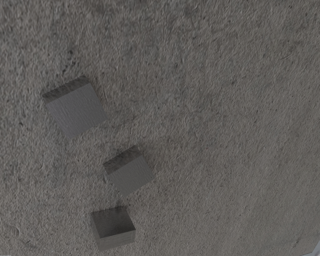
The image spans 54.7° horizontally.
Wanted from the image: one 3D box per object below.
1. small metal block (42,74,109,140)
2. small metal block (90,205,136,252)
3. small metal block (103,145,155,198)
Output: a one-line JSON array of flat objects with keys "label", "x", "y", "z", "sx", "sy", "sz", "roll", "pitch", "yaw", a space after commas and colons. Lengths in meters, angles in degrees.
[{"label": "small metal block", "x": -0.092, "y": -0.023, "z": 0.342, "sx": 0.050, "sy": 0.025, "sz": 0.050, "roll": -29, "pitch": 128, "yaw": -10}, {"label": "small metal block", "x": -0.068, "y": 0.142, "z": 0.441, "sx": 0.050, "sy": 0.050, "sz": 0.025, "roll": -6, "pitch": 121, "yaw": -26}, {"label": "small metal block", "x": -0.041, "y": 0.059, "z": 0.421, "sx": 0.050, "sy": 0.025, "sz": 0.050, "roll": -31, "pitch": 129, "yaw": -8}]
